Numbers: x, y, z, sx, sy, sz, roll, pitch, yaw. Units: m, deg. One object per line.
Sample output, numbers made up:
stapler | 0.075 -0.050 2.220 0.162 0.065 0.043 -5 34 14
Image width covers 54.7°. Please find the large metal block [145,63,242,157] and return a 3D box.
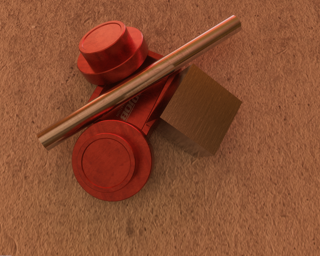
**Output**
large metal block | 0.042 -0.019 0.388 0.080 0.050 0.080 35 71 -14

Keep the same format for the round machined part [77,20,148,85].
round machined part | -0.069 -0.107 0.418 0.098 0.042 0.098 -13 47 15

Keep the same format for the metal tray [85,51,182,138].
metal tray | -0.036 -0.046 0.423 0.090 0.030 0.130 23 71 8

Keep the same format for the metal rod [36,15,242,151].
metal rod | -0.018 -0.064 0.402 0.301 0.025 0.025 -34 74 -12

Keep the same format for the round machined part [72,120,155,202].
round machined part | -0.058 0.039 0.367 0.099 0.042 0.097 0 90 7
